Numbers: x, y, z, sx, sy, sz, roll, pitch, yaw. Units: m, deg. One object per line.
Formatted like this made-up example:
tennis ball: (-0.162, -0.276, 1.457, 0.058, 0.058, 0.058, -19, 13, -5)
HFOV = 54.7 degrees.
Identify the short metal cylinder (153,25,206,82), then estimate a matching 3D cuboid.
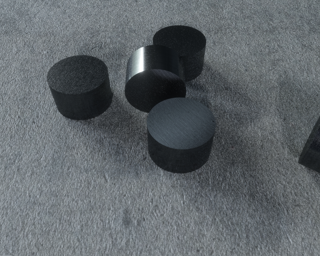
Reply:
short metal cylinder: (0.029, -0.117, 0.485, 0.080, 0.050, 0.080, 0, 50, 0)

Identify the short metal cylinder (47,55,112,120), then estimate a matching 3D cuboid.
short metal cylinder: (-0.110, -0.057, 0.434, 0.080, 0.050, 0.080, 0, 50, 0)

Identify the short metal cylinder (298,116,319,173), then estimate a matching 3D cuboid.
short metal cylinder: (0.202, 0.016, 0.355, 0.050, 0.080, 0.080, 26, 55, 20)

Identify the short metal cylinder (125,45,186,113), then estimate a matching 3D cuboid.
short metal cylinder: (-0.006, -0.065, 0.422, 0.081, 0.080, 0.050, -1, 50, -1)

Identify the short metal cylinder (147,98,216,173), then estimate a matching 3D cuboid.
short metal cylinder: (0.025, 0.008, 0.380, 0.080, 0.050, 0.080, 0, 50, 0)
